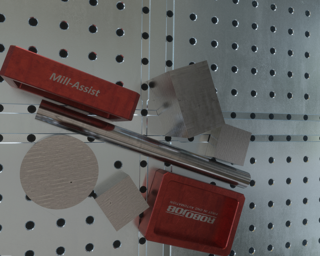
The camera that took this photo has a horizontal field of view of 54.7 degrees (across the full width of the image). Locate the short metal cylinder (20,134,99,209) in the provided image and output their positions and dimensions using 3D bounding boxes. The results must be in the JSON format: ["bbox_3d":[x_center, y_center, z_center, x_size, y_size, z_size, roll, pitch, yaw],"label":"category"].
[{"bbox_3d":[-0.115,0.047,0.356,0.081,0.050,0.080,0,90,-20],"label":"short metal cylinder"}]

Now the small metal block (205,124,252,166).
[{"bbox_3d":[0.099,0.024,0.449,0.050,0.025,0.050,18,84,-19],"label":"small metal block"}]

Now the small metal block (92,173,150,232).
[{"bbox_3d":[-0.050,0.093,0.395,0.050,0.025,0.050,-34,101,-17],"label":"small metal block"}]

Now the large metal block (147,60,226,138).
[{"bbox_3d":[0.031,-0.034,0.396,0.050,0.080,0.080,-20,97,-19],"label":"large metal block"}]

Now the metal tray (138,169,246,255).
[{"bbox_3d":[0.046,0.117,0.426,0.131,0.030,0.090,19,84,-19],"label":"metal tray"}]

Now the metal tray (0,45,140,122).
[{"bbox_3d":[-0.097,-0.042,0.341,0.131,0.090,0.030,20,84,-19],"label":"metal tray"}]

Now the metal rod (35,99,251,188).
[{"bbox_3d":[-0.008,0.028,0.410,0.302,0.025,0.025,20,83,-19],"label":"metal rod"}]
